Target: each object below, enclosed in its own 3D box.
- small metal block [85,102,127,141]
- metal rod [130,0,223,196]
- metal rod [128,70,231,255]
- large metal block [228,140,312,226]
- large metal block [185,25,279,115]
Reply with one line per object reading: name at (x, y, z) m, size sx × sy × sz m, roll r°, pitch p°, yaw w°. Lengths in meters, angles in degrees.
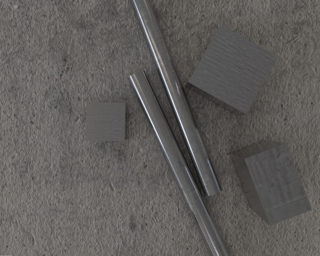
small metal block at (-0.070, -0.008, 0.409) m, size 0.050 × 0.025 × 0.050 m, roll 1°, pitch 90°, yaw 0°
metal rod at (0.017, -0.054, 0.410) m, size 0.025 × 0.025 × 0.299 m, roll -21°, pitch 90°, yaw 0°
metal rod at (0.031, 0.065, 0.410) m, size 0.025 × 0.025 × 0.299 m, roll -25°, pitch 90°, yaw 0°
large metal block at (0.131, 0.062, 0.384) m, size 0.050 × 0.080 × 0.080 m, roll -21°, pitch 90°, yaw 0°
large metal block at (0.089, -0.071, 0.398) m, size 0.080 × 0.050 × 0.080 m, roll 29°, pitch 90°, yaw 0°
